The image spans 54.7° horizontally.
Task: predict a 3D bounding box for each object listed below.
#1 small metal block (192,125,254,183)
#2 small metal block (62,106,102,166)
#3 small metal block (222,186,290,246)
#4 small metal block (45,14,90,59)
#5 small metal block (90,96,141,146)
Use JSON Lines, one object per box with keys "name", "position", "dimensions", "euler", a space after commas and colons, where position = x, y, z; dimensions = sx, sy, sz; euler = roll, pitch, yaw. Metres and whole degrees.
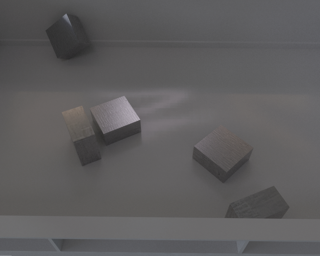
{"name": "small metal block", "position": [0.076, 0.031, 0.380], "dimensions": [0.050, 0.025, 0.050], "euler": [-36, 59, -26]}
{"name": "small metal block", "position": [-0.096, 0.010, 0.380], "dimensions": [0.025, 0.050, 0.050], "euler": [-21, 53, -16]}
{"name": "small metal block", "position": [0.095, 0.090, 0.314], "dimensions": [0.050, 0.050, 0.025], "euler": [-18, 52, -14]}
{"name": "small metal block", "position": [-0.148, -0.145, 0.496], "dimensions": [0.050, 0.025, 0.050], "euler": [-26, 86, 27]}
{"name": "small metal block", "position": [-0.059, -0.010, 0.413], "dimensions": [0.050, 0.025, 0.050], "euler": [-22, 54, -18]}
